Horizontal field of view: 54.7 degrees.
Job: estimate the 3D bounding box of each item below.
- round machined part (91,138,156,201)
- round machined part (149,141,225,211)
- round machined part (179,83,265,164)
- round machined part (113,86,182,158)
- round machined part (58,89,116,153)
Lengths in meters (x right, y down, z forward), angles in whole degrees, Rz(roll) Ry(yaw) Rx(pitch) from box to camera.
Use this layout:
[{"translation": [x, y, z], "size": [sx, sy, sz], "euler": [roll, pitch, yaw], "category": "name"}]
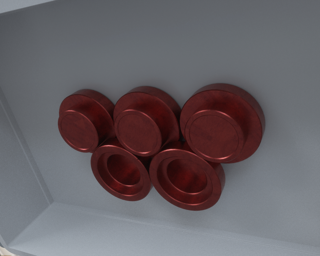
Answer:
[{"translation": [-0.049, 0.056, 0.456], "size": [0.098, 0.042, 0.097], "euler": [13, 124, 21], "category": "round machined part"}, {"translation": [0.039, 0.059, 0.411], "size": [0.098, 0.042, 0.097], "euler": [13, 124, 21], "category": "round machined part"}, {"translation": [0.068, 0.001, 0.359], "size": [0.098, 0.042, 0.097], "euler": [13, 123, 21], "category": "round machined part"}, {"translation": [-0.020, -0.002, 0.404], "size": [0.098, 0.042, 0.097], "euler": [13, 123, 21], "category": "round machined part"}, {"translation": [-0.107, -0.003, 0.449], "size": [0.098, 0.042, 0.097], "euler": [12, 123, 20], "category": "round machined part"}]
